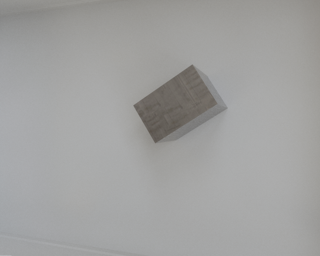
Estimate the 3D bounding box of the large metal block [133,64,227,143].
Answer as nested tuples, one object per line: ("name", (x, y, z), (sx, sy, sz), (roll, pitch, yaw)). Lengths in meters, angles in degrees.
("large metal block", (0.028, -0.025, 0.371), (0.080, 0.080, 0.050), (-33, 80, 17))
